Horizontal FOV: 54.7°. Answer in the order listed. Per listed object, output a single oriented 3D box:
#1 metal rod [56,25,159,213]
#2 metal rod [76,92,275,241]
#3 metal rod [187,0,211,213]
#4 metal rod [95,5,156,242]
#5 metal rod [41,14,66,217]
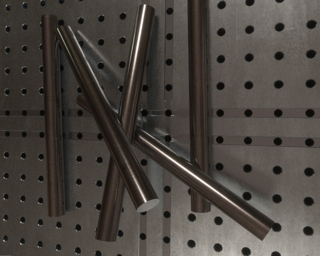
[{"bbox_3d":[-0.078,-0.033,0.387,0.025,0.025,0.299,-40,58,15],"label":"metal rod"},{"bbox_3d":[0.002,0.033,0.390,0.300,0.025,0.025,34,101,24],"label":"metal rod"},{"bbox_3d":[0.050,-0.045,0.394,0.025,0.025,0.298,-1,90,19],"label":"metal rod"},{"bbox_3d":[-0.041,-0.015,0.390,0.025,0.025,0.299,5,78,19],"label":"metal rod"},{"bbox_3d":[-0.161,-0.019,0.467,0.025,0.025,0.298,-3,89,19],"label":"metal rod"}]
